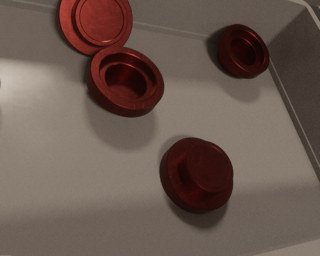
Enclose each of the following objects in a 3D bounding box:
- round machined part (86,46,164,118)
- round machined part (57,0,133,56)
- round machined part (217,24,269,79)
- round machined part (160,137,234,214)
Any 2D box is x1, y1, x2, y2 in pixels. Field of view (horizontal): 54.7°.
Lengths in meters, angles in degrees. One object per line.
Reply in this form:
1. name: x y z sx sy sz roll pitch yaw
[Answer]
1. round machined part: -0.047 -0.055 0.404 0.099 0.042 0.098 14 56 -21
2. round machined part: -0.081 -0.142 0.404 0.099 0.042 0.097 -9 111 -25
3. round machined part: 0.141 -0.130 0.546 0.099 0.042 0.098 10 66 -24
4. round machined part: 0.053 0.055 0.391 0.099 0.042 0.098 14 56 -21
